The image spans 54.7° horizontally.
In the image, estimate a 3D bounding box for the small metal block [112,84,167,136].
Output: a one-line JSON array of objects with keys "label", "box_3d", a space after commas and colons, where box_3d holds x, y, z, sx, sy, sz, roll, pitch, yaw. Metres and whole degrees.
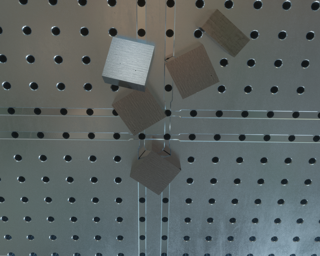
[{"label": "small metal block", "box_3d": [-0.026, -0.026, 0.404, 0.050, 0.025, 0.050, -31, 108, 10]}]

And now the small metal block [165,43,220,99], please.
[{"label": "small metal block", "box_3d": [0.040, -0.072, 0.388, 0.050, 0.025, 0.050, -26, 109, 8]}]

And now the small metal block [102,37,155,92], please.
[{"label": "small metal block", "box_3d": [-0.037, -0.076, 0.371, 0.050, 0.025, 0.050, 13, 79, 0]}]

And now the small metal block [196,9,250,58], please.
[{"label": "small metal block", "box_3d": [0.072, -0.111, 0.360, 0.050, 0.050, 0.025, 38, 106, -13]}]

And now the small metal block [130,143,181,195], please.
[{"label": "small metal block", "box_3d": [-0.006, 0.058, 0.435, 0.050, 0.025, 0.050, 35, 106, -13]}]
